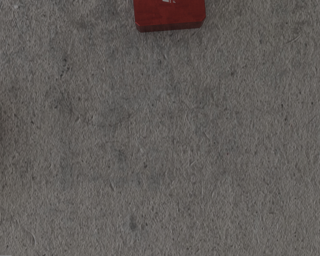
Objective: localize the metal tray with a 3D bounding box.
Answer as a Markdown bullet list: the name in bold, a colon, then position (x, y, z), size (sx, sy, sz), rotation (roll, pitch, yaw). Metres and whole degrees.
- **metal tray**: position (0.009, -0.197, 0.407), size (0.091, 0.030, 0.129), rotation (-5, 90, 0)
